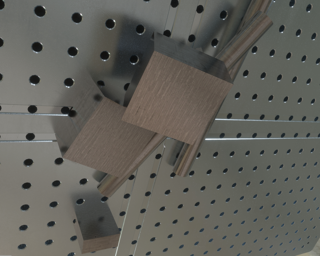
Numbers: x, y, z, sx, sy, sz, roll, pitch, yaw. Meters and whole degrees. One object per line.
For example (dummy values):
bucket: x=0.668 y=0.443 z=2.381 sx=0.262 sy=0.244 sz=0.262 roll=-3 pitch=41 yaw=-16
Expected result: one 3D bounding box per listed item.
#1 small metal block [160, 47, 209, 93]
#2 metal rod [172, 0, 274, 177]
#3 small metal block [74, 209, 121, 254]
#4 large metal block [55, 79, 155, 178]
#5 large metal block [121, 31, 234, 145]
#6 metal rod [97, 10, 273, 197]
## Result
small metal block: x=0.027 y=-0.067 z=0.358 sx=0.050 sy=0.050 sz=0.025 roll=-9 pitch=126 yaw=5
metal rod: x=0.086 y=-0.062 z=0.418 sx=0.025 sy=0.025 sz=0.298 roll=10 pitch=113 yaw=-33
small metal block: x=-0.089 y=0.143 z=0.435 sx=0.050 sy=0.050 sz=0.025 roll=-1 pitch=119 yaw=-28
large metal block: x=-0.062 y=0.003 z=0.363 sx=0.080 sy=0.050 sz=0.080 roll=28 pitch=103 yaw=-38
large metal block: x=0.014 y=-0.039 z=0.316 sx=0.080 sy=0.050 sz=0.079 roll=20 pitch=123 yaw=-15
metal rod: x=0.024 y=-0.022 z=0.394 sx=0.299 sy=0.025 sz=0.025 roll=-47 pitch=129 yaw=11
